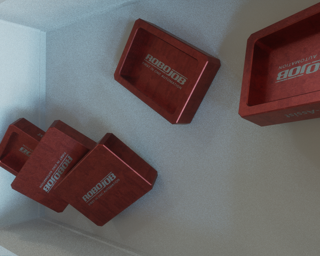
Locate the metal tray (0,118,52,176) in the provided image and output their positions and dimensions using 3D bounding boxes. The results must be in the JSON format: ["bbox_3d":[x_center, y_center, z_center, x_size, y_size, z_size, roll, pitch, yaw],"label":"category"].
[{"bbox_3d":[-0.201,0.055,0.517,0.130,0.030,0.090,35,116,-6],"label":"metal tray"}]

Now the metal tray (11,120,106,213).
[{"bbox_3d":[-0.158,0.062,0.483,0.129,0.090,0.030,-51,16,18],"label":"metal tray"}]

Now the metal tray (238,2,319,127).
[{"bbox_3d":[0.128,-0.055,0.256,0.130,0.030,0.090,-13,62,55],"label":"metal tray"}]

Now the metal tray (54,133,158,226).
[{"bbox_3d":[-0.078,0.076,0.434,0.090,0.030,0.129,42,122,-10],"label":"metal tray"}]

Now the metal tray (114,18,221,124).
[{"bbox_3d":[0.003,-0.074,0.399,0.130,0.030,0.089,39,114,32],"label":"metal tray"}]
